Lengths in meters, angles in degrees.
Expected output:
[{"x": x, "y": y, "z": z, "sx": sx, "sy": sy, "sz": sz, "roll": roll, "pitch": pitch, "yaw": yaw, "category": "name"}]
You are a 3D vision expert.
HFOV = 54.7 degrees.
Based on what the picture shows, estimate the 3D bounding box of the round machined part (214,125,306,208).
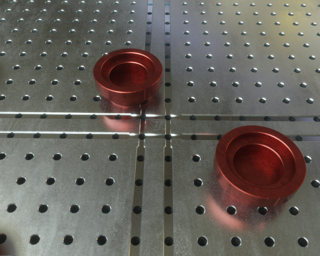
[{"x": 0.111, "y": 0.047, "z": 0.359, "sx": 0.099, "sy": 0.042, "sz": 0.098, "roll": 0, "pitch": 50, "yaw": 0, "category": "round machined part"}]

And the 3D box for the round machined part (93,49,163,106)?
[{"x": -0.045, "y": -0.071, "z": 0.455, "sx": 0.099, "sy": 0.042, "sz": 0.098, "roll": 0, "pitch": 50, "yaw": 0, "category": "round machined part"}]
